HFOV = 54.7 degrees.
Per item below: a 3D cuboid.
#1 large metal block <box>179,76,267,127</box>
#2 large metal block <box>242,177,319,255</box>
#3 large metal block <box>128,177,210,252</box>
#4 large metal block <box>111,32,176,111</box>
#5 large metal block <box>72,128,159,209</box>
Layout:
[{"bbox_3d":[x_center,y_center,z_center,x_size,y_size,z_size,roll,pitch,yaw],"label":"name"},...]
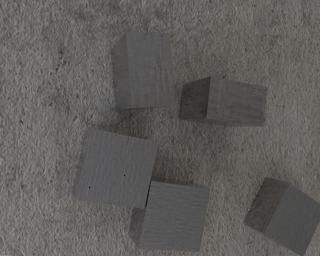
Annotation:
[{"bbox_3d":[0.080,-0.031,0.409,0.081,0.080,0.050,7,88,-20],"label":"large metal block"},{"bbox_3d":[0.186,0.131,0.464,0.080,0.050,0.080,34,79,-17],"label":"large metal block"},{"bbox_3d":[0.011,0.109,0.400,0.081,0.050,0.080,12,86,-20],"label":"large metal block"},{"bbox_3d":[-0.023,-0.063,0.371,0.050,0.080,0.079,-5,92,-20],"label":"large metal block"},{"bbox_3d":[-0.055,0.047,0.375,0.081,0.050,0.080,13,86,-20],"label":"large metal block"}]
